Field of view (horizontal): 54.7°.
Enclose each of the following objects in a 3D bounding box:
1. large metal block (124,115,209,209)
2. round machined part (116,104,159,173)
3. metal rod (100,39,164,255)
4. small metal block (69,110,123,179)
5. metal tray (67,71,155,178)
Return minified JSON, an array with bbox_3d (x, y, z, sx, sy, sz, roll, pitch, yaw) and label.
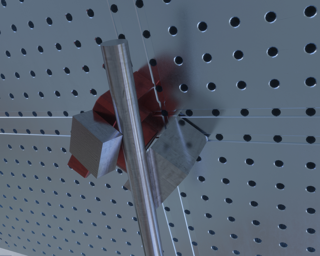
[{"bbox_3d":[0.009,0.043,0.392,0.050,0.080,0.080,37,129,3],"label":"large metal block"},{"bbox_3d":[-0.038,0.019,0.400,0.042,0.098,0.097,36,129,4],"label":"round machined part"},{"bbox_3d":[-0.024,0.052,0.351,0.025,0.025,0.298,6,122,24],"label":"metal rod"},{"bbox_3d":[-0.070,0.017,0.330,0.050,0.025,0.050,37,130,27],"label":"small metal block"},{"bbox_3d":[-0.064,-0.003,0.399,0.030,0.090,0.129,37,129,3],"label":"metal tray"}]
